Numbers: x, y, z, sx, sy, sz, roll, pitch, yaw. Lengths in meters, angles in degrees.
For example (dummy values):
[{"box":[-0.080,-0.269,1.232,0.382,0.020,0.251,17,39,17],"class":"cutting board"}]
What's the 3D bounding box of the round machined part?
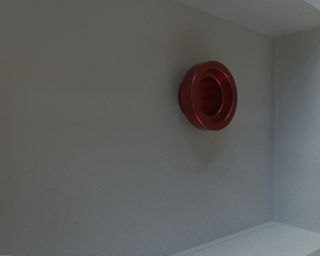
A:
[{"box":[0.065,-0.045,0.448,0.099,0.042,0.097,0,90,-40],"class":"round machined part"}]
